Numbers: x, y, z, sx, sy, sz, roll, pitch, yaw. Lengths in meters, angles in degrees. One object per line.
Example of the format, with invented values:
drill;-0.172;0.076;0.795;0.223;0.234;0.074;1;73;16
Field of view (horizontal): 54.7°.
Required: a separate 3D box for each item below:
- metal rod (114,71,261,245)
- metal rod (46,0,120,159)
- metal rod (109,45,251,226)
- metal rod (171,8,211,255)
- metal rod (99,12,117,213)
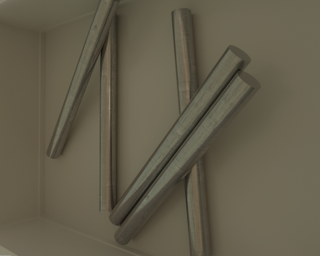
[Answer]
metal rod;0.013;0.058;0.364;0.025;0.025;0.298;54;130;26
metal rod;-0.130;-0.064;0.488;0.025;0.025;0.298;49;125;28
metal rod;0.005;0.032;0.372;0.025;0.025;0.298;54;129;26
metal rod;0.037;0.006;0.374;0.025;0.025;0.298;-7;86;39
metal rod;-0.078;-0.024;0.468;0.025;0.025;0.298;0;90;39
